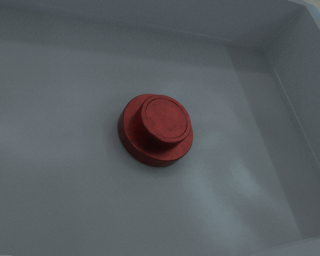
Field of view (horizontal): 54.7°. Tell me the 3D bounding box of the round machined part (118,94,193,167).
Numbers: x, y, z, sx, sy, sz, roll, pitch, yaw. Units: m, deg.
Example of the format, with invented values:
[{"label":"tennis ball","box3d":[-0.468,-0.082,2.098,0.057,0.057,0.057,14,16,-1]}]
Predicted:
[{"label":"round machined part","box3d":[0.000,-0.003,0.394,0.099,0.042,0.098,14,56,-21]}]
